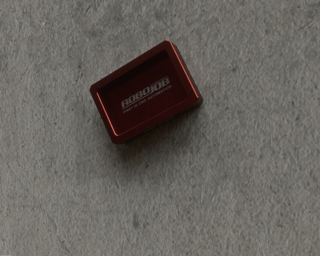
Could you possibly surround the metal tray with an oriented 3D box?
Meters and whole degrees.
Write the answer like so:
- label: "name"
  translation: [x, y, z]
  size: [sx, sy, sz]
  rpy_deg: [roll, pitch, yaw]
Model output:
- label: "metal tray"
  translation: [-0.020, -0.044, 0.413]
  size: [0.130, 0.030, 0.090]
  rpy_deg: [-27, 81, 18]
